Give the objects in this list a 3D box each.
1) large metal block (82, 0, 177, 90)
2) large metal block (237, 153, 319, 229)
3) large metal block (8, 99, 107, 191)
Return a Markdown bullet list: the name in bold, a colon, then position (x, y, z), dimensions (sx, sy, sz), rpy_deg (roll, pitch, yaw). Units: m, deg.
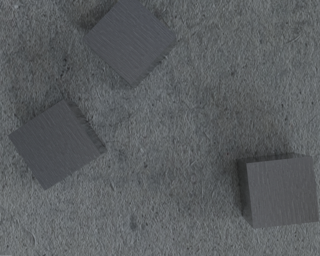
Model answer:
- **large metal block**: position (-0.037, -0.108, 0.397), dimensions (0.080, 0.050, 0.080), rpy_deg (43, 90, 0)
- **large metal block**: position (0.149, 0.078, 0.399), dimensions (0.080, 0.050, 0.080), rpy_deg (-6, 90, 0)
- **large metal block**: position (-0.127, 0.020, 0.396), dimensions (0.080, 0.050, 0.080), rpy_deg (-33, 90, 0)
